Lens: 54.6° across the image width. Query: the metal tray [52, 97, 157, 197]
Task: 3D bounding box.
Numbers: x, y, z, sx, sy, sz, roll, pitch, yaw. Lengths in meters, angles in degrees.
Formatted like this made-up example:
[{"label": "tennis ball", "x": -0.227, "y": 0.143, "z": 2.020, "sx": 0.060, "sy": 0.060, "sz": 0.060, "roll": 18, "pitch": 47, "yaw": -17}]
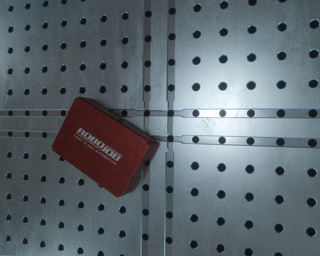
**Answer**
[{"label": "metal tray", "x": -0.081, "y": 0.024, "z": 0.439, "sx": 0.130, "sy": 0.030, "sz": 0.090, "roll": 32, "pitch": 100, "yaw": 17}]
